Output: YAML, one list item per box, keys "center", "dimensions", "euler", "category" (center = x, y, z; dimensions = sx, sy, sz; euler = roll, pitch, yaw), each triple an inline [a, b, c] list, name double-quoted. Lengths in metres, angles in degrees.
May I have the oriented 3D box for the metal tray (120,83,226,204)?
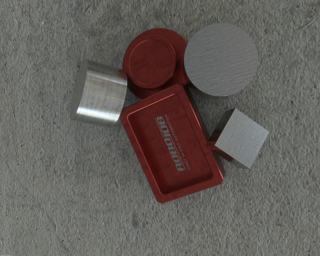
- center: [0.015, 0.020, 0.390]
  dimensions: [0.090, 0.030, 0.129]
  euler: [-23, 92, 18]
  category: "metal tray"

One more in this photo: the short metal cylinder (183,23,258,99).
- center: [0.067, -0.075, 0.362]
  dimensions: [0.080, 0.050, 0.079]
  euler: [0, 92, 2]
  category: "short metal cylinder"

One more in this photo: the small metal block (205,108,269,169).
- center: [0.090, 0.013, 0.360]
  dimensions: [0.050, 0.025, 0.050]
  euler: [34, 77, -10]
  category: "small metal block"

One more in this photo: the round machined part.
- center: [-0.006, -0.082, 0.404]
  dimensions: [0.098, 0.042, 0.097]
  euler: [0, 90, 20]
  category: "round machined part"

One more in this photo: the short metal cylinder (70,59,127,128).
- center: [-0.081, -0.044, 0.403]
  dimensions: [0.050, 0.080, 0.080]
  euler: [13, 96, -24]
  category: "short metal cylinder"
